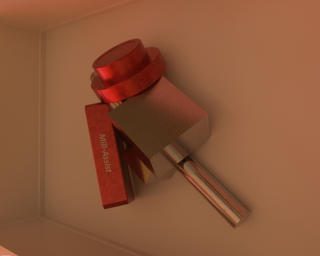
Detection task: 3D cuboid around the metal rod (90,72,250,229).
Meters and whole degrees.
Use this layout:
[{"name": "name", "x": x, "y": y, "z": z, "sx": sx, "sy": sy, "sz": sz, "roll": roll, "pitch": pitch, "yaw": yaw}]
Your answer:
[{"name": "metal rod", "x": -0.005, "y": 0.009, "z": 0.407, "sx": 0.300, "sy": 0.025, "sz": 0.025, "roll": 44, "pitch": 116, "yaw": 30}]

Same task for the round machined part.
[{"name": "round machined part", "x": -0.045, "y": -0.077, "z": 0.390, "sx": 0.098, "sy": 0.098, "sz": 0.042, "roll": -2, "pitch": 129, "yaw": 39}]

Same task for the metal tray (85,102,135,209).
[{"name": "metal tray", "x": -0.065, "y": 0.038, "z": 0.416, "sx": 0.030, "sy": 0.090, "sz": 0.129, "roll": -12, "pitch": 80, "yaw": -2}]

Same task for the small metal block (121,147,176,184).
[{"name": "small metal block", "x": -0.012, "y": 0.042, "z": 0.396, "sx": 0.050, "sy": 0.050, "sz": 0.025, "roll": 45, "pitch": 117, "yaw": 30}]

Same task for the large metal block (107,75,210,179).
[{"name": "large metal block", "x": 0.000, "y": -0.002, "z": 0.361, "sx": 0.080, "sy": 0.050, "sz": 0.080, "roll": -37, "pitch": 58, "yaw": -14}]
